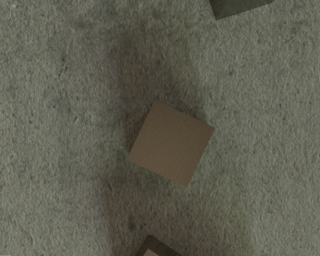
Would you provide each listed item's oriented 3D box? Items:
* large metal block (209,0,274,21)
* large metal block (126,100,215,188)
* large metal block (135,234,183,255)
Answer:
[{"bbox_3d":[0.107,-0.182,0.384,0.080,0.080,0.050,-18,90,0],"label":"large metal block"},{"bbox_3d":[0.013,0.019,0.398,0.080,0.050,0.080,25,90,-1],"label":"large metal block"},{"bbox_3d":[-0.003,0.200,0.398,0.080,0.050,0.080,34,90,-1],"label":"large metal block"}]
